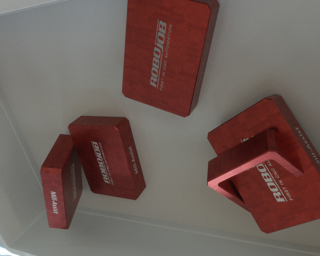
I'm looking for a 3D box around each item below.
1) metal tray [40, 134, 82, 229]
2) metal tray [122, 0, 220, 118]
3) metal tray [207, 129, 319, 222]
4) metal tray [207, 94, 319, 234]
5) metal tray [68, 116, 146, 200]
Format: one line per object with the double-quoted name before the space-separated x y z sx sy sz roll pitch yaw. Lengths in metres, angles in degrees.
"metal tray" -0.154 0.086 0.498 0.030 0.090 0.129 6 124 0
"metal tray" 0.007 -0.085 0.350 0.090 0.030 0.129 20 126 16
"metal tray" 0.129 0.064 0.348 0.130 0.030 0.090 34 132 -22
"metal tray" 0.122 0.040 0.339 0.090 0.030 0.130 -36 78 39
"metal tray" -0.079 0.046 0.476 0.090 0.030 0.129 2 120 27
